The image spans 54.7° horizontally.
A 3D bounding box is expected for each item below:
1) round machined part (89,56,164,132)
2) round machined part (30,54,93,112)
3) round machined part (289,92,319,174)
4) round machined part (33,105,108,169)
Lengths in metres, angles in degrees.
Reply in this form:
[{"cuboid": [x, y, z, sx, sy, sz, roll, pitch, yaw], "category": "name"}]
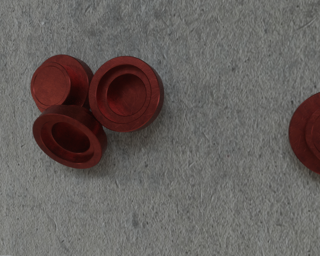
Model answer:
[{"cuboid": [-0.041, -0.043, 0.412, 0.098, 0.042, 0.097, -1, 88, 17], "category": "round machined part"}, {"cuboid": [-0.147, -0.059, 0.452, 0.098, 0.042, 0.097, 0, 90, 20], "category": "round machined part"}, {"cuboid": [0.192, 0.006, 0.332, 0.098, 0.042, 0.097, 0, 90, 20], "category": "round machined part"}, {"cuboid": [-0.118, 0.007, 0.425, 0.098, 0.042, 0.097, 9, 131, 11], "category": "round machined part"}]
